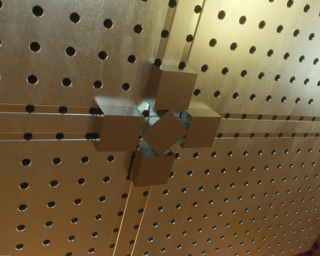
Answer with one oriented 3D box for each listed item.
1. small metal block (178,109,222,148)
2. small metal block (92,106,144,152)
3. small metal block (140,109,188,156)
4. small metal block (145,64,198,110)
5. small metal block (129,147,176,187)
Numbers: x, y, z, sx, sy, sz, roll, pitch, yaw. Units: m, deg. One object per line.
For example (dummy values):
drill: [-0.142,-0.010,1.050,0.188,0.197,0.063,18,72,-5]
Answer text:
small metal block: [0.054,0.001,0.443,0.050,0.025,0.050,0,119,-29]
small metal block: [-0.052,0.001,0.384,0.050,0.025,0.050,1,118,-30]
small metal block: [0.001,0.002,0.414,0.050,0.025,0.050,-41,130,-1]
small metal block: [0.014,-0.051,0.389,0.050,0.025,0.050,-1,119,-29]
small metal block: [-0.011,0.054,0.440,0.050,0.025,0.050,0,118,-29]
